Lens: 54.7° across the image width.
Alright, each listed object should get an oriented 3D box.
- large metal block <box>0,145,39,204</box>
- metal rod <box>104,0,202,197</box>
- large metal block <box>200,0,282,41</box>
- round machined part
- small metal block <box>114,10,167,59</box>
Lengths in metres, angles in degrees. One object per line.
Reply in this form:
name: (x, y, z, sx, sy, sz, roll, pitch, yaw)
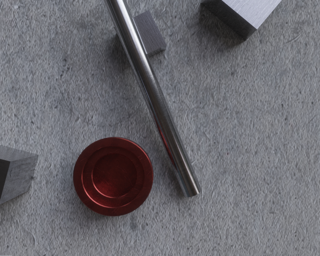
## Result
large metal block: (-0.210, 0.051, 0.381, 0.080, 0.080, 0.050, 15, 90, 0)
metal rod: (-0.013, -0.051, 0.390, 0.025, 0.025, 0.299, -22, 98, 0)
large metal block: (0.112, -0.175, 0.398, 0.080, 0.050, 0.080, 40, 90, 0)
round machined part: (-0.058, 0.060, 0.401, 0.099, 0.042, 0.097, 0, 90, 0)
small metal block: (-0.025, -0.118, 0.410, 0.050, 0.025, 0.050, -27, 90, 0)
